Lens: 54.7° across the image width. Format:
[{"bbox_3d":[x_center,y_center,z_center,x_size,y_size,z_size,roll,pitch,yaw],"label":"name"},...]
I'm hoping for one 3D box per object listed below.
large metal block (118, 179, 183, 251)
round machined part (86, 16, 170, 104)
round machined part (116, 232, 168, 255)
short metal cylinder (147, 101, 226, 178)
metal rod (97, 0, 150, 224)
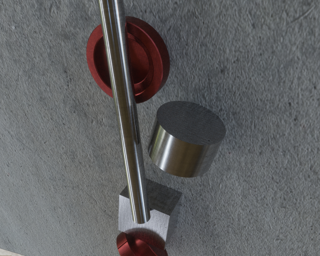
[{"bbox_3d":[-0.016,0.130,0.479,0.080,0.050,0.079,18,126,17],"label":"large metal block"},{"bbox_3d":[-0.033,-0.081,0.363,0.098,0.042,0.097,13,124,20],"label":"round machined part"},{"bbox_3d":[-0.023,0.203,0.510,0.042,0.098,0.098,-41,97,3],"label":"round machined part"},{"bbox_3d":[0.030,0.011,0.363,0.080,0.080,0.050,26,127,12],"label":"short metal cylinder"},{"bbox_3d":[-0.038,-0.007,0.363,0.025,0.025,0.298,8,120,24],"label":"metal rod"}]
